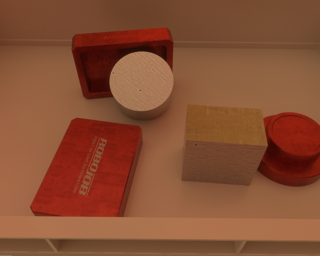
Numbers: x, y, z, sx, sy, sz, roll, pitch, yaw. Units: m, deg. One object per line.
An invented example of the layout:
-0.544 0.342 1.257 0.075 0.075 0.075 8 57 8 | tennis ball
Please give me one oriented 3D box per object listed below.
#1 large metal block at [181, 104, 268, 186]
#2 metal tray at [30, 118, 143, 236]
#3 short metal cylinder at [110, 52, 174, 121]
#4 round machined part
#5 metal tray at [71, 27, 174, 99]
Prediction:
0.068 0.021 0.352 0.080 0.080 0.050 4 50 3 | large metal block
-0.077 0.050 0.359 0.090 0.030 0.130 8 50 6 | metal tray
-0.023 -0.054 0.414 0.081 0.050 0.080 0 77 0 | short metal cylinder
0.161 0.019 0.380 0.099 0.042 0.098 0 50 0 | round machined part
-0.049 -0.089 0.436 0.131 0.089 0.030 -6 49 -6 | metal tray
